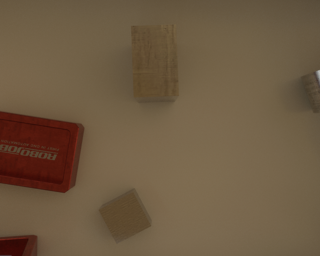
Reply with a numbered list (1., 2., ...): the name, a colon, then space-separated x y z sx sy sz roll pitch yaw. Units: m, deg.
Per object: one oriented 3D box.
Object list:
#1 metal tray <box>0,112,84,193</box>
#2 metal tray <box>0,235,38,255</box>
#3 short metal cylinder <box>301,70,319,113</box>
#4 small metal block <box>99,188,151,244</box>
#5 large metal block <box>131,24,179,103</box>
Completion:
1. metal tray: -0.174 0.029 0.406 0.131 0.030 0.089 9 90 -1
2. metal tray: -0.218 0.159 0.361 0.131 0.090 0.030 1 90 -15
3. short metal cylinder: 0.226 -0.055 0.387 0.080 0.080 0.050 -19 90 0
4. small metal block: -0.045 0.116 0.411 0.050 0.025 0.050 -28 90 -1
5. large metal block: -0.006 -0.075 0.384 0.050 0.080 0.079 -2 90 0
